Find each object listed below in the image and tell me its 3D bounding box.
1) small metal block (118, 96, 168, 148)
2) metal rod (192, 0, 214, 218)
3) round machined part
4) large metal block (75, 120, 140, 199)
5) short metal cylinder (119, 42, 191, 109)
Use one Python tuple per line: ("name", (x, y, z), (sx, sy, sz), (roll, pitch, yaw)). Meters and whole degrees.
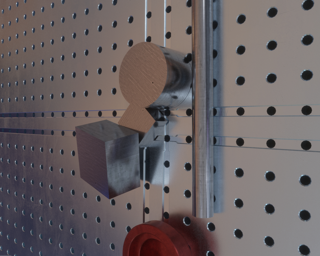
("small metal block", (-0.025, -0.008, 0.428), (0.050, 0.025, 0.050), (51, 119, 27))
("metal rod", (0.050, -0.046, 0.366), (0.025, 0.025, 0.298), (0, 90, 39))
("round machined part", (0.001, 0.167, 0.395), (0.098, 0.042, 0.097), (0, 90, 39))
("large metal block", (-0.073, 0.040, 0.432), (0.080, 0.050, 0.079), (20, 118, 46))
("short metal cylinder", (-0.006, -0.065, 0.396), (0.080, 0.050, 0.079), (0, 90, 40))
